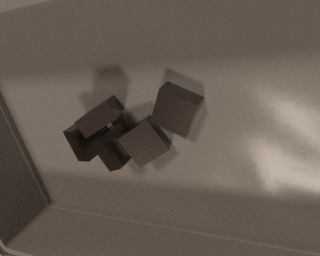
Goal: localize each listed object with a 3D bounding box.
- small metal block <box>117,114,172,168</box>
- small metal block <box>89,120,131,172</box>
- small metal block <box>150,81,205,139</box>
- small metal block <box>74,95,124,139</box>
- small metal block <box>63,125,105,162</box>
[{"bbox_3d":[-0.020,0.018,0.420,0.050,0.025,0.050,-34,101,18],"label":"small metal block"},{"bbox_3d":[-0.062,0.025,0.437,0.025,0.050,0.050,-20,108,43],"label":"small metal block"},{"bbox_3d":[0.021,-0.023,0.383,0.050,0.025,0.050,26,127,11],"label":"small metal block"},{"bbox_3d":[-0.079,-0.016,0.411,0.050,0.050,0.025,-32,102,10],"label":"small metal block"},{"bbox_3d":[-0.104,0.014,0.452,0.025,0.050,0.050,-3,118,41],"label":"small metal block"}]
